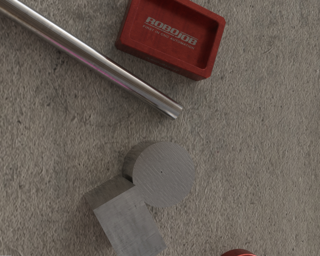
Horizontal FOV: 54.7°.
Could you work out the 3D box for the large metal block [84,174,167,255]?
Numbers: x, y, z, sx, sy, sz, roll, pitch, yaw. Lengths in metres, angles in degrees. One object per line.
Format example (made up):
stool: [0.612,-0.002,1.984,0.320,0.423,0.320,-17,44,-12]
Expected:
large metal block: [-0.044,0.107,0.365,0.050,0.080,0.080,-28,100,-18]

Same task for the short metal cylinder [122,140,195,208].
short metal cylinder: [-0.003,0.056,0.396,0.081,0.050,0.079,0,90,-21]

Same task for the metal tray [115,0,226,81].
metal tray: [0.016,-0.127,0.413,0.131,0.030,0.090,18,84,-20]

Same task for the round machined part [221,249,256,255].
round machined part: [0.106,0.221,0.441,0.099,0.042,0.097,0,90,-21]

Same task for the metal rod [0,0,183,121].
metal rod: [-0.100,-0.095,0.372,0.301,0.025,0.025,31,80,-18]
